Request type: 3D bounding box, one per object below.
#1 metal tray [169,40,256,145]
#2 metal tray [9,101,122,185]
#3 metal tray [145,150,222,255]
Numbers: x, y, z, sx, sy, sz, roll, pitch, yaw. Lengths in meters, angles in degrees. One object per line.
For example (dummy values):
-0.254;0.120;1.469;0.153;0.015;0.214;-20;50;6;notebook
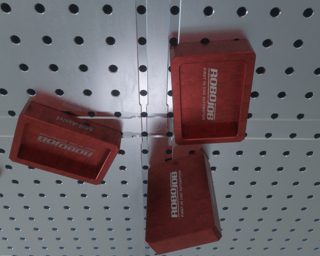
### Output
0.060;-0.038;0.376;0.090;0.030;0.129;-3;130;2;metal tray
-0.130;0.025;0.428;0.131;0.030;0.089;20;127;-16;metal tray
0.029;0.097;0.425;0.090;0.130;0.030;-19;128;15;metal tray
